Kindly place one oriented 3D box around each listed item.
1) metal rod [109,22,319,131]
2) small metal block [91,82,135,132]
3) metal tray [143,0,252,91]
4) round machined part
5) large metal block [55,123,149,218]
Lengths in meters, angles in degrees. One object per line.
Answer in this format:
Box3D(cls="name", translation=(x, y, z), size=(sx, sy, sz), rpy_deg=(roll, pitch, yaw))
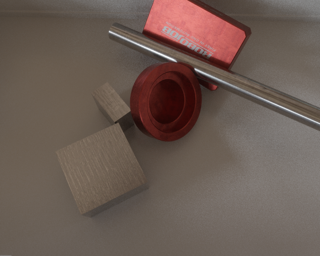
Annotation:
Box3D(cls="metal rod", translation=(0.065, -0.071, 0.397), size=(0.301, 0.025, 0.025), rpy_deg=(27, 72, 15))
Box3D(cls="small metal block", translation=(-0.060, -0.024, 0.404), size=(0.025, 0.050, 0.050), rpy_deg=(-37, 75, -12))
Box3D(cls="metal tray", translation=(0.043, -0.121, 0.420), size=(0.130, 0.089, 0.030), rpy_deg=(33, 35, 11))
Box3D(cls="round machined part", translation=(0.004, -0.034, 0.395), size=(0.042, 0.098, 0.098), rpy_deg=(14, 63, 52))
Box3D(cls="large metal block", translation=(-0.068, 0.052, 0.377), size=(0.080, 0.050, 0.080), rpy_deg=(-25, 72, -9))
